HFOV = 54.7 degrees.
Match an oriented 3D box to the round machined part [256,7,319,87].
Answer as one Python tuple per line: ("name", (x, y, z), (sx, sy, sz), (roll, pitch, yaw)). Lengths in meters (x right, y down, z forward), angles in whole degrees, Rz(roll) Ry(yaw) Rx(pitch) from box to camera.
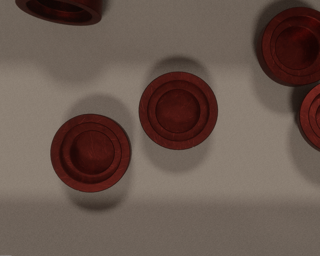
("round machined part", (0.175, -0.102, 0.405), (0.099, 0.042, 0.097), (0, 90, -1))

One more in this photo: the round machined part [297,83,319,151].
("round machined part", (0.228, -0.012, 0.397), (0.098, 0.042, 0.097), (-2, 81, 15))

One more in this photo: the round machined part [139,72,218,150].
("round machined part", (0.023, -0.021, 0.403), (0.099, 0.042, 0.097), (0, 90, -1))

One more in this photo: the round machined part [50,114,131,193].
("round machined part", (-0.086, 0.031, 0.402), (0.099, 0.042, 0.097), (0, 90, -1))

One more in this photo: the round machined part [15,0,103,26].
("round machined part", (-0.119, -0.160, 0.373), (0.099, 0.098, 0.042), (5, 90, -1))
